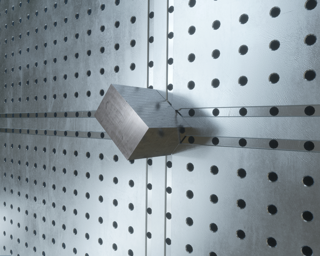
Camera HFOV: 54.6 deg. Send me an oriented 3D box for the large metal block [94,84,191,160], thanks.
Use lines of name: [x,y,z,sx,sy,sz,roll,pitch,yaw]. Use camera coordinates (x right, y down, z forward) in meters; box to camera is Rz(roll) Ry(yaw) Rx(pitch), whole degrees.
large metal block: [-0.022,-0.008,0.392,0.080,0.081,0.050,49,119,28]
